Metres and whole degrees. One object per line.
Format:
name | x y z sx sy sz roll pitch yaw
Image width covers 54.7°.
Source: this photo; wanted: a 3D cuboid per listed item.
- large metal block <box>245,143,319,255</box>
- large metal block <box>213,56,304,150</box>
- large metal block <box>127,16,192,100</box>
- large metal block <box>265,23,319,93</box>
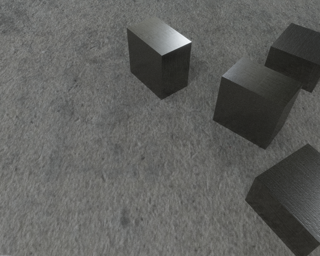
large metal block | 0.152 0.075 0.326 0.081 0.050 0.080 -27 55 -21
large metal block | 0.120 -0.031 0.395 0.080 0.080 0.050 32 57 24
large metal block | -0.002 -0.102 0.453 0.050 0.080 0.080 -31 57 -23
large metal block | 0.221 -0.111 0.484 0.080 0.050 0.080 30 56 22
